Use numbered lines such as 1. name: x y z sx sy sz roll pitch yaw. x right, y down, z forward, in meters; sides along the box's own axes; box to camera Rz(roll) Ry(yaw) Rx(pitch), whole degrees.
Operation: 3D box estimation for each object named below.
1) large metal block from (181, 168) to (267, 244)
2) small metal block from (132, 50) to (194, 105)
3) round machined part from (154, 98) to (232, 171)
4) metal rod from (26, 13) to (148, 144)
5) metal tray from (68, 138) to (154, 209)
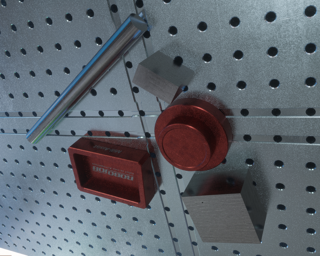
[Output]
1. large metal block: 0.087 0.105 0.414 0.080 0.050 0.080 -12 112 33
2. small metal block: 0.004 -0.059 0.355 0.050 0.050 0.025 32 128 7
3. round machined part: 0.037 0.015 0.389 0.098 0.042 0.097 13 124 20
4. metal rod: -0.121 -0.052 0.440 0.299 0.025 0.025 -35 99 38
5. metal tray: -0.077 0.071 0.489 0.130 0.030 0.089 10 123 22
